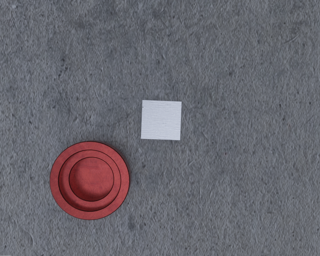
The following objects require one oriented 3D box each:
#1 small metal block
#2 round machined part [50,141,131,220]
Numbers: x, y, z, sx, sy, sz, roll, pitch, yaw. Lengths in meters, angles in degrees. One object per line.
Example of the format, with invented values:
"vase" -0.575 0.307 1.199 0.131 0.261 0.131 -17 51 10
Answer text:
"small metal block" 0.002 -0.010 0.410 0.050 0.025 0.050 2 90 -1
"round machined part" -0.086 0.064 0.400 0.099 0.042 0.097 0 90 -1
